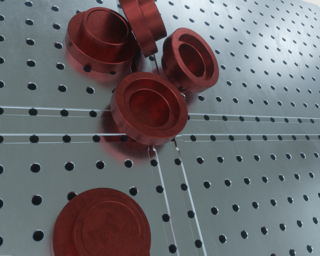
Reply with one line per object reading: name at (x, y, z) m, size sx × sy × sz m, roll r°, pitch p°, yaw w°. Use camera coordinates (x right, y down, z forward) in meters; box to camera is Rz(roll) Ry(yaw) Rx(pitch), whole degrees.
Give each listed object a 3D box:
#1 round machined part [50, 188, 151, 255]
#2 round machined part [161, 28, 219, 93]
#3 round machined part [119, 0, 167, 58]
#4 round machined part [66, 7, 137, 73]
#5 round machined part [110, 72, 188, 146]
round machined part at (-0.054, 0.105, 0.304) m, size 0.099 × 0.042 × 0.098 m, roll 13°, pitch 56°, yaw -21°
round machined part at (0.041, -0.097, 0.467) m, size 0.099 × 0.042 × 0.098 m, roll 21°, pitch 57°, yaw -35°
round machined part at (-0.023, -0.153, 0.440) m, size 0.042 × 0.098 × 0.098 m, roll -25°, pitch 71°, yaw 2°
round machined part at (-0.078, -0.129, 0.434) m, size 0.099 × 0.042 × 0.098 m, roll 13°, pitch 56°, yaw -21°
round machined part at (-0.017, -0.021, 0.401) m, size 0.099 × 0.042 × 0.098 m, roll 13°, pitch 56°, yaw -21°
